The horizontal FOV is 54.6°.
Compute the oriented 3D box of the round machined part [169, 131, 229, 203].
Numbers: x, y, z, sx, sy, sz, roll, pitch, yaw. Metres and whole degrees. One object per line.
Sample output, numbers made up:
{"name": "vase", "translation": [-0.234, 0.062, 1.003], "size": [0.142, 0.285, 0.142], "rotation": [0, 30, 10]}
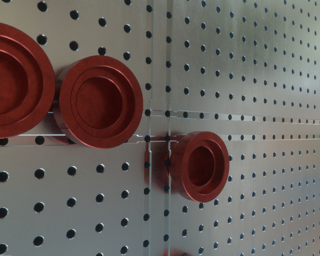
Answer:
{"name": "round machined part", "translation": [0.051, 0.053, 0.440], "size": [0.099, 0.042, 0.097], "rotation": [0, 90, -40]}

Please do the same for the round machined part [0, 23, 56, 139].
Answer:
{"name": "round machined part", "translation": [-0.148, -0.040, 0.273], "size": [0.099, 0.042, 0.097], "rotation": [0, 90, -40]}

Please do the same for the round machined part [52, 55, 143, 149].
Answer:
{"name": "round machined part", "translation": [-0.070, -0.027, 0.339], "size": [0.099, 0.042, 0.097], "rotation": [0, 90, -40]}
